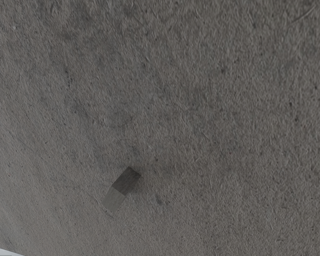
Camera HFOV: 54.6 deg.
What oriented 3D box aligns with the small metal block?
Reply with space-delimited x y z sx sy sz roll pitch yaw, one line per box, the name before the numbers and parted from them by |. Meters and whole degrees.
small metal block | -0.060 0.095 0.482 0.025 0.050 0.050 35 129 5
